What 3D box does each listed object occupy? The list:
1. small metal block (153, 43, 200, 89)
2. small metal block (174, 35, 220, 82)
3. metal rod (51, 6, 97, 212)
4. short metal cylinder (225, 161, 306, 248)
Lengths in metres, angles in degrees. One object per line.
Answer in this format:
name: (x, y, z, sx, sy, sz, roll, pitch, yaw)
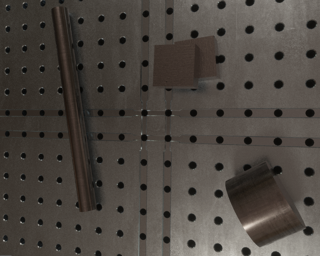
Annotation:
small metal block: (0.020, -0.074, 0.378, 0.050, 0.025, 0.050, 3, 91, 19)
small metal block: (0.048, -0.086, 0.395, 0.050, 0.025, 0.050, -4, 89, 19)
metal rod: (-0.127, -0.029, 0.455, 0.025, 0.025, 0.298, -10, 87, 19)
short metal cylinder: (0.115, 0.083, 0.343, 0.050, 0.080, 0.080, -32, 80, 17)
